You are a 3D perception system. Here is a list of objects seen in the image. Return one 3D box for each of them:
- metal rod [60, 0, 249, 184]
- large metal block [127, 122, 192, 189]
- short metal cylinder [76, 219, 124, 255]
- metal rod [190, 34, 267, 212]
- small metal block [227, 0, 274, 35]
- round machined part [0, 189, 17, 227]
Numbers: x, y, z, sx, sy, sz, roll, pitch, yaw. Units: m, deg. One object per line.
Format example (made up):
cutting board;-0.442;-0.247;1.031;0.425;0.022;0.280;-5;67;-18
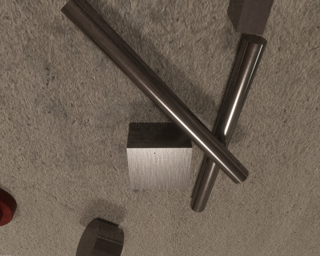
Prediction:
metal rod;0.011;-0.029;0.362;0.025;0.025;0.300;-34;117;25
large metal block;-0.001;0.039;0.424;0.081;0.050;0.079;0;130;0
short metal cylinder;-0.106;0.209;0.547;0.050;0.080;0.080;29;124;-23
metal rod;0.082;0.019;0.424;0.025;0.025;0.298;5;130;-5
small metal block;0.085;-0.122;0.288;0.025;0.050;0.050;4;130;-4
round machined part;-0.294;0.137;0.509;0.099;0.042;0.097;-1;130;0
